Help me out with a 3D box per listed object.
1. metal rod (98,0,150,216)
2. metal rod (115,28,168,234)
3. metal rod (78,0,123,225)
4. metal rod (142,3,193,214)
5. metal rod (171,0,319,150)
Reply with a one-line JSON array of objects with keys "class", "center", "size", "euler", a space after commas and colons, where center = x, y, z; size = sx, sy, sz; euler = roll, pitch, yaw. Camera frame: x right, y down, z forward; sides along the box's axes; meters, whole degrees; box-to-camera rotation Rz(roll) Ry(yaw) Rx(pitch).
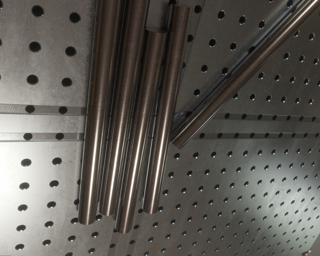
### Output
[{"class": "metal rod", "center": [-0.048, -0.014, 0.377], "size": [0.025, 0.025, 0.298], "euler": [-3, 120, -28]}, {"class": "metal rod", "center": [-0.030, 0.022, 0.409], "size": [0.025, 0.025, 0.298], "euler": [-4, 120, -27]}, {"class": "metal rod", "center": [-0.075, -0.004, 0.368], "size": [0.025, 0.025, 0.298], "euler": [-3, 120, -27]}, {"class": "metal rod", "center": [0.004, -0.005, 0.411], "size": [0.025, 0.025, 0.298], "euler": [-6, 121, -26]}, {"class": "metal rod", "center": [0.124, -0.085, 0.428], "size": [0.300, 0.025, 0.025], "euler": [-46, 130, 3]}]
